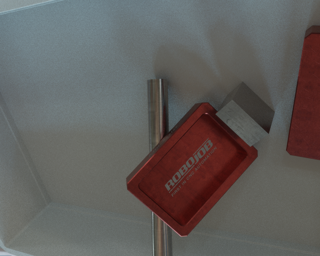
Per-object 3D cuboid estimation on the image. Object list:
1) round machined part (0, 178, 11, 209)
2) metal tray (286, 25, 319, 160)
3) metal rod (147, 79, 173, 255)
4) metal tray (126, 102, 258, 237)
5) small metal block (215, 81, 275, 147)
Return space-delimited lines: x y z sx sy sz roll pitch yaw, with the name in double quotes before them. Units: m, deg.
"round machined part" -0.387 0.144 0.689 0.098 0.042 0.097 13 124 20
"metal tray" 0.178 -0.027 0.295 0.090 0.030 0.129 9 123 22
"metal rod" 0.001 0.091 0.381 0.025 0.025 0.298 -1 92 28
"metal tray" 0.036 0.045 0.356 0.090 0.030 0.130 43 85 -8
"small metal block" 0.093 -0.016 0.333 0.050 0.050 0.025 43 129 -2
